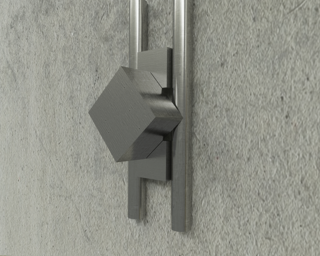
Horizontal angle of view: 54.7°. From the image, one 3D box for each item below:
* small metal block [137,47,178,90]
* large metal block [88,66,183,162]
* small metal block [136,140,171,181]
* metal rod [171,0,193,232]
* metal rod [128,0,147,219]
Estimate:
[{"bbox_3d":[-0.003,-0.075,0.405,0.050,0.025,0.050,1,91,39],"label":"small metal block"},{"bbox_3d":[-0.032,-0.016,0.380,0.080,0.050,0.080,-48,62,29],"label":"large metal block"},{"bbox_3d":[-0.004,0.040,0.406,0.050,0.025,0.050,1,91,39],"label":"small metal block"},{"bbox_3d":[0.027,-0.024,0.383,0.025,0.025,0.298,1,91,39],"label":"metal rod"},{"bbox_3d":[-0.031,-0.025,0.431,0.025,0.025,0.298,1,91,39],"label":"metal rod"}]
